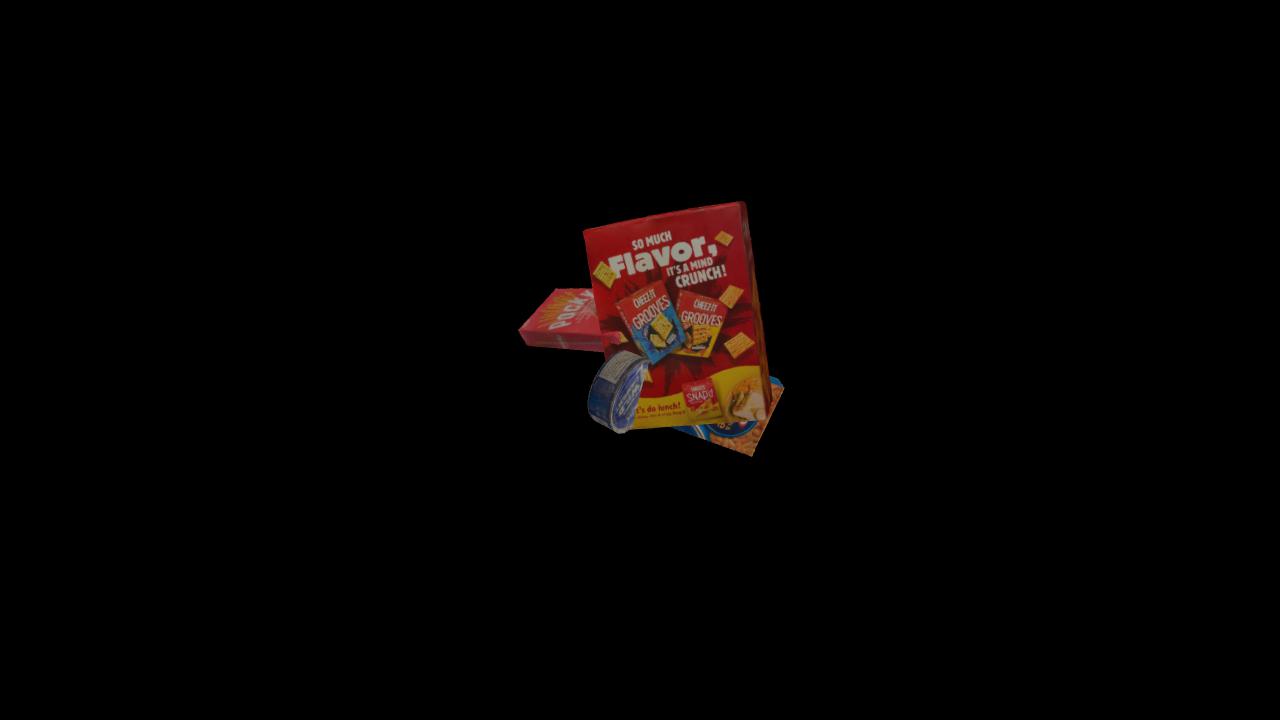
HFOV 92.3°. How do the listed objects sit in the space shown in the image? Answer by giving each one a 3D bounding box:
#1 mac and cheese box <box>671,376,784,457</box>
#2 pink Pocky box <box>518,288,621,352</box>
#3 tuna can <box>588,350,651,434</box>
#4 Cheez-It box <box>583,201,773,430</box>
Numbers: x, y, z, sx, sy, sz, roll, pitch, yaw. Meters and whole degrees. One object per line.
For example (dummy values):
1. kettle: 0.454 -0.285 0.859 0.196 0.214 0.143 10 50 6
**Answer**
1. mac and cheese box: 0.059 0.035 0.696 0.184 0.093 0.041 20 14 -5
2. pink Pocky box: -0.061 -0.048 0.712 0.155 0.029 0.084 5 46 37
3. tuna can: -0.018 0.033 0.645 0.034 0.084 0.084 24 11 26
4. Cheez-It box: 0.043 -0.043 0.653 0.166 0.223 0.071 -6 13 18
